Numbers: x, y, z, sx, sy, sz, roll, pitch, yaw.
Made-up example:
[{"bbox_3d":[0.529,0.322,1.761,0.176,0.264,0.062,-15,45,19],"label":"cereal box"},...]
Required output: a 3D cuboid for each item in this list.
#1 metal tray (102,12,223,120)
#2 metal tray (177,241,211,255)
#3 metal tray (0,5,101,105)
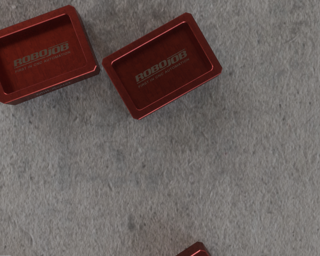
[{"bbox_3d":[0.003,-0.079,0.407,0.130,0.030,0.090,-30,90,-1],"label":"metal tray"},{"bbox_3d":[0.053,0.231,0.408,0.090,0.030,0.130,-33,90,-1],"label":"metal tray"},{"bbox_3d":[-0.156,-0.093,0.405,0.131,0.030,0.090,-21,90,-1],"label":"metal tray"}]
